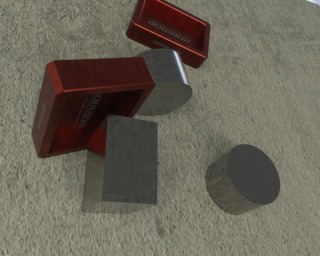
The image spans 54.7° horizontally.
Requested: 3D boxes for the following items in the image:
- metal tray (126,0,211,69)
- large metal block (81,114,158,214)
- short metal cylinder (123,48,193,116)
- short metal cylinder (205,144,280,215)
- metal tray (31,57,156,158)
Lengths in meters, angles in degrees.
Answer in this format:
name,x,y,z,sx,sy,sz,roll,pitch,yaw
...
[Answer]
name,x,y,z,sx,sy,sz,roll,pitch,yaw
metal tray,0.018,-0.161,0.508,0.131,0.030,0.090,21,54,-16
large metal block,-0.042,0.041,0.314,0.050,0.080,0.080,10,65,-23
short metal cylinder,-0.004,-0.057,0.401,0.081,0.080,0.050,-2,63,-29
short metal cylinder,0.107,0.068,0.404,0.081,0.050,0.080,14,56,-21
metal tray,-0.071,-0.017,0.308,0.091,0.129,0.030,-11,68,-33
